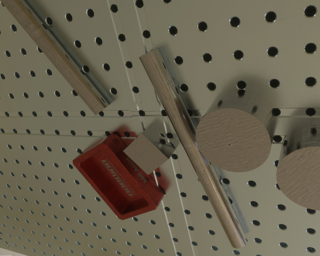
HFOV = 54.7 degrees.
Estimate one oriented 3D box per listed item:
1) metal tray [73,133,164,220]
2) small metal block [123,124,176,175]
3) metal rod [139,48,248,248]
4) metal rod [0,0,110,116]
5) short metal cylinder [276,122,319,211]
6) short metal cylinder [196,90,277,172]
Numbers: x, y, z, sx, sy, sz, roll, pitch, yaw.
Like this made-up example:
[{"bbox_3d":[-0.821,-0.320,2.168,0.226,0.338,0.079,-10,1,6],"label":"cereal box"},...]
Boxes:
[{"bbox_3d":[-0.067,0.080,0.490,0.090,0.030,0.130,-29,103,37],"label":"metal tray"},{"bbox_3d":[-0.015,0.031,0.437,0.050,0.025,0.050,45,129,-3],"label":"small metal block"},{"bbox_3d":[0.051,0.039,0.407,0.025,0.025,0.299,-15,111,34],"label":"metal rod"},{"bbox_3d":[-0.173,-0.141,0.412,0.025,0.025,0.300,-31,102,38],"label":"metal rod"},{"bbox_3d":[0.170,0.041,0.331,0.080,0.050,0.079,13,124,20],"label":"short metal cylinder"},{"bbox_3d":[0.087,0.003,0.350,0.080,0.050,0.079,13,124,20],"label":"short metal cylinder"}]
